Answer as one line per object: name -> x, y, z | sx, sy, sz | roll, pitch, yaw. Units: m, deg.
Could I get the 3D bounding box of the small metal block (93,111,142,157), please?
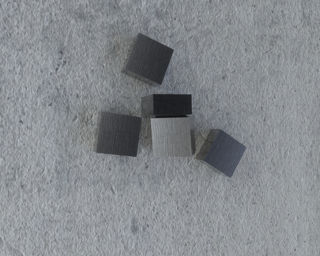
small metal block -> -0.054, 0.008, 0.389 | 0.050, 0.025, 0.050 | 8, 87, -20

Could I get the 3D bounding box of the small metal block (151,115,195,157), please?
small metal block -> 0.017, 0.010, 0.399 | 0.050, 0.025, 0.050 | -1, 99, 17

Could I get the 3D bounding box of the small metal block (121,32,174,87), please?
small metal block -> -0.016, -0.087, 0.403 | 0.050, 0.025, 0.050 | 22, 83, -19

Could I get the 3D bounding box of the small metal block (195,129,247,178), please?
small metal block -> 0.087, 0.036, 0.441 | 0.050, 0.025, 0.050 | 33, 79, -17

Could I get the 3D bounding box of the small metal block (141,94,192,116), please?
small metal block -> 0.007, -0.029, 0.398 | 0.050, 0.050, 0.025 | -2, 91, -20
